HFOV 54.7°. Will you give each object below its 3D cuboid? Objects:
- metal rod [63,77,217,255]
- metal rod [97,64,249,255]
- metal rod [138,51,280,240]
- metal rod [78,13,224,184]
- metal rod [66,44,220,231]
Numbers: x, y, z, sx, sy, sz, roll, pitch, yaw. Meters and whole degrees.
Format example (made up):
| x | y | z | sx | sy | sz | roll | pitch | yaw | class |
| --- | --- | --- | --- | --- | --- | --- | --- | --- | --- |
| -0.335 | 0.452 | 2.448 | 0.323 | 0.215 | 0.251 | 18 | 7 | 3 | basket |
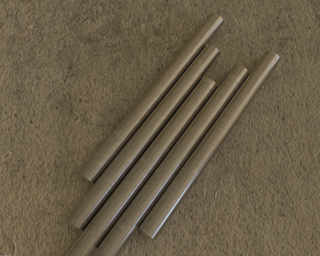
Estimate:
| x | y | z | sx | sy | sz | roll | pitch | yaw | class |
| --- | --- | --- | --- | --- | --- | --- | --- | --- | --- |
| -0.019 | 0.050 | 0.391 | 0.025 | 0.025 | 0.300 | 35 | 73 | 11 | metal rod |
| 0.026 | 0.032 | 0.398 | 0.025 | 0.025 | 0.300 | 35 | 73 | 11 | metal rod |
| 0.073 | 0.011 | 0.406 | 0.025 | 0.025 | 0.300 | 35 | 73 | 11 | metal rod |
| -0.003 | -0.051 | 0.428 | 0.025 | 0.025 | 0.300 | 35 | 73 | 11 | metal rod |
| -0.012 | 0.001 | 0.409 | 0.025 | 0.025 | 0.300 | 35 | 73 | 11 | metal rod |
